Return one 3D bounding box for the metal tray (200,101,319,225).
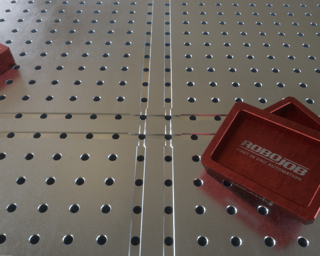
[{"bbox_3d":[0.123,0.034,0.345,0.130,0.030,0.090,27,76,30],"label":"metal tray"}]

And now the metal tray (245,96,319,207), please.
[{"bbox_3d":[0.176,0.024,0.386,0.091,0.030,0.130,-25,55,-20],"label":"metal tray"}]

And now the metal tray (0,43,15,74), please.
[{"bbox_3d":[-0.314,-0.114,0.495,0.130,0.030,0.090,25,54,19],"label":"metal tray"}]
